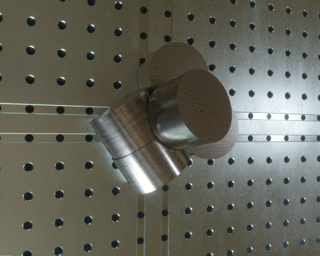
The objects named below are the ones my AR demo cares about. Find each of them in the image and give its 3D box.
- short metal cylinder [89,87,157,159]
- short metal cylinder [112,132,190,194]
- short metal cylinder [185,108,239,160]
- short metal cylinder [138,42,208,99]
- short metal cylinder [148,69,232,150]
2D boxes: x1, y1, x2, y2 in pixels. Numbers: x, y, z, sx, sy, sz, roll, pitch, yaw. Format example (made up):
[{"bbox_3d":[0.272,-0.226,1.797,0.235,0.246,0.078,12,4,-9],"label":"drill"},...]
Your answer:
[{"bbox_3d":[-0.037,-0.007,0.371,0.080,0.080,0.050,-36,102,-17],"label":"short metal cylinder"},{"bbox_3d":[-0.011,0.036,0.380,0.080,0.080,0.050,-35,102,-17],"label":"short metal cylinder"},{"bbox_3d":[0.058,0.001,0.421,0.081,0.050,0.079,0,90,-21],"label":"short metal cylinder"},{"bbox_3d":[0.016,-0.066,0.405,0.081,0.050,0.079,0,90,-21],"label":"short metal cylinder"},{"bbox_3d":[0.034,-0.019,0.344,0.081,0.050,0.080,11,72,-36],"label":"short metal cylinder"}]
